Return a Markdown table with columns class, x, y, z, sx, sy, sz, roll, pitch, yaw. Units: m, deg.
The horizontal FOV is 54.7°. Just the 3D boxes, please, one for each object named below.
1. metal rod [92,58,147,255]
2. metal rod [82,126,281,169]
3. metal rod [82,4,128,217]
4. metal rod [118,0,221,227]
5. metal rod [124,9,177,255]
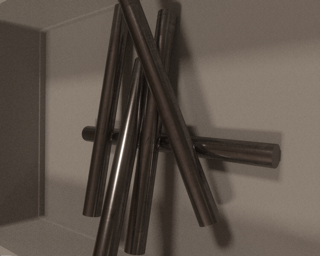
| class | x | y | z | sx | sy | sz | roll | pitch | yaw |
| --- | --- | --- | --- | --- | --- | --- | --- | --- | --- |
| metal rod | -0.044 | 0.044 | 0.364 | 0.025 | 0.025 | 0.299 | -12 | 58 | 39 |
| metal rod | 0.000 | 0.019 | 0.404 | 0.300 | 0.025 | 0.025 | 5 | 93 | 39 |
| metal rod | -0.074 | -0.027 | 0.438 | 0.025 | 0.025 | 0.298 | 5 | 85 | 39 |
| metal rod | 0.005 | -0.036 | 0.359 | 0.025 | 0.025 | 0.299 | -26 | 79 | 37 |
| metal rod | -0.010 | 0.000 | 0.383 | 0.025 | 0.025 | 0.298 | 3 | 83 | 39 |
